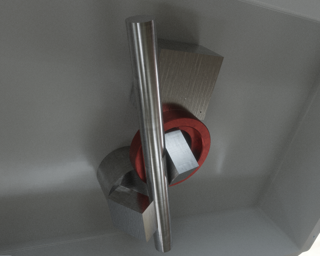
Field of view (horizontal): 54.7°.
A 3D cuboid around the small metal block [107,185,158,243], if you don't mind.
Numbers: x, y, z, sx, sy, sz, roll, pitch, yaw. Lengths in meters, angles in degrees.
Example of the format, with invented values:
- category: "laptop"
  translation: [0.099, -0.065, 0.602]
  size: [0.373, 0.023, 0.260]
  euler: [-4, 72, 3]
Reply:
- category: "small metal block"
  translation: [-0.032, 0.102, 0.370]
  size: [0.025, 0.050, 0.050]
  euler: [-44, 139, -44]

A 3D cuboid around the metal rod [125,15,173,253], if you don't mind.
- category: "metal rod"
  translation: [-0.005, 0.034, 0.336]
  size: [0.025, 0.025, 0.298]
  euler: [-18, 126, -19]

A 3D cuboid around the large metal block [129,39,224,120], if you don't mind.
- category: "large metal block"
  translation: [0.017, -0.057, 0.365]
  size: [0.081, 0.050, 0.079]
  euler: [0, 119, -29]

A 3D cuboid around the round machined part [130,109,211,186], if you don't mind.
- category: "round machined part"
  translation: [0.009, 0.021, 0.377]
  size: [0.099, 0.042, 0.097]
  euler: [-14, 125, -21]

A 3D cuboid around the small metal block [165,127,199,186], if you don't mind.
- category: "small metal block"
  translation: [0.015, 0.034, 0.359]
  size: [0.025, 0.050, 0.050]
  euler: [-19, 161, -22]

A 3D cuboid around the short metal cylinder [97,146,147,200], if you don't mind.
- category: "short metal cylinder"
  translation: [-0.038, 0.071, 0.416]
  size: [0.081, 0.050, 0.079]
  euler: [-14, 125, -21]
